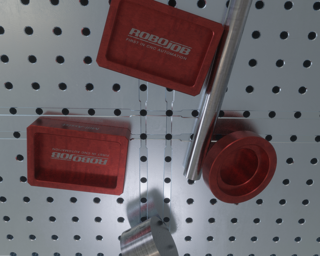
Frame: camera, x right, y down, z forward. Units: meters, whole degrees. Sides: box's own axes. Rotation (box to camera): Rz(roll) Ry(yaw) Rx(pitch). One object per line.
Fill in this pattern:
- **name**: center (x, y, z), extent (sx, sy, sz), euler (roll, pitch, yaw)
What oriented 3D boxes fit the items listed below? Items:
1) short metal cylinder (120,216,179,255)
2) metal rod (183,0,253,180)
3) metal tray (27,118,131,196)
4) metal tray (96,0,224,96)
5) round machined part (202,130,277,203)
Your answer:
- **short metal cylinder**: center (-0.014, 0.176, 0.449), extent (0.050, 0.080, 0.080), euler (-30, 108, 10)
- **metal rod**: center (0.076, -0.069, 0.388), extent (0.025, 0.025, 0.298), euler (11, 110, -4)
- **metal tray**: center (-0.110, 0.040, 0.424), extent (0.131, 0.030, 0.089), euler (7, 110, -3)
- **metal tray**: center (-0.001, -0.101, 0.373), extent (0.131, 0.030, 0.089), euler (17, 109, -7)
- **round machined part**: center (0.101, 0.048, 0.414), extent (0.099, 0.042, 0.097), euler (-7, 114, -16)
